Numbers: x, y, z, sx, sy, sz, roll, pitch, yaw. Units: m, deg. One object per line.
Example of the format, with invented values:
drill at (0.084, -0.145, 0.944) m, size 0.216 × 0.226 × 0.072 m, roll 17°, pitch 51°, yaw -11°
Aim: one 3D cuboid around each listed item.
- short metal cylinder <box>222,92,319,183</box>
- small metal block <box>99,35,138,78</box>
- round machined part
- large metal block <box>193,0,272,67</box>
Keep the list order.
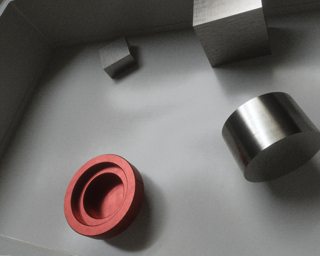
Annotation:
short metal cylinder at (0.109, 0.011, 0.306) m, size 0.080 × 0.080 × 0.050 m, roll -29°, pitch 52°, yaw 9°
small metal block at (-0.070, -0.118, 0.513) m, size 0.050 × 0.025 × 0.050 m, roll -27°, pitch 53°, yaw 11°
round machined part at (-0.062, 0.084, 0.374) m, size 0.098 × 0.042 × 0.098 m, roll -13°, pitch 56°, yaw 20°
large metal block at (0.095, -0.131, 0.400) m, size 0.080 × 0.080 × 0.050 m, roll -9°, pitch 58°, yaw 23°
